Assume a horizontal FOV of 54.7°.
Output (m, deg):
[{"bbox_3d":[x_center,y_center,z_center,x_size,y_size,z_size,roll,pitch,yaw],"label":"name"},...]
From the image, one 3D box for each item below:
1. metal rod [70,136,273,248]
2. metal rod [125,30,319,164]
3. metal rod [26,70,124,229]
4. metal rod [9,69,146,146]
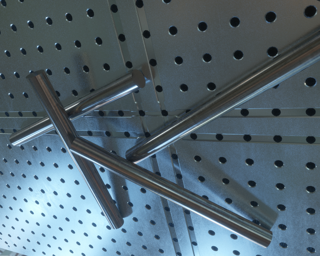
[{"bbox_3d":[0.014,0.088,0.434,0.301,0.025,0.025,26,128,3],"label":"metal rod"},{"bbox_3d":[0.059,-0.020,0.366,0.299,0.025,0.025,-32,101,38],"label":"metal rod"},{"bbox_3d":[-0.120,0.050,0.481,0.025,0.025,0.298,-1,125,28],"label":"metal rod"},{"bbox_3d":[-0.142,-0.020,0.471,0.300,0.025,0.025,-19,108,35],"label":"metal rod"}]
